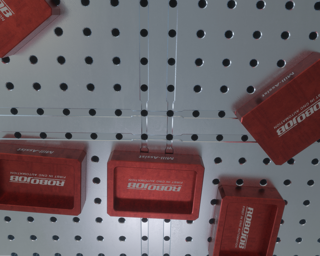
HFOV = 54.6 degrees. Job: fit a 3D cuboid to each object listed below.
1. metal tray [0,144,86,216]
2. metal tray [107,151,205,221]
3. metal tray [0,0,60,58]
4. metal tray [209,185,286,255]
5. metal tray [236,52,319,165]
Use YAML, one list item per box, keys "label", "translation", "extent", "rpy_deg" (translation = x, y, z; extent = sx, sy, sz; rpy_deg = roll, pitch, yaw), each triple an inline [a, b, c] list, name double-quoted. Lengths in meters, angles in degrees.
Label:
- label: "metal tray"
  translation: [-0.173, 0.073, 0.436]
  extent: [0.131, 0.030, 0.089]
  rpy_deg: [5, 110, -2]
- label: "metal tray"
  translation: [-0.008, 0.083, 0.440]
  extent: [0.131, 0.030, 0.089]
  rpy_deg: [3, 110, -2]
- label: "metal tray"
  translation: [-0.193, -0.158, 0.351]
  extent: [0.090, 0.030, 0.130]
  rpy_deg: [-35, 107, 12]
- label: "metal tray"
  translation: [0.127, 0.153, 0.467]
  extent: [0.090, 0.030, 0.129]
  rpy_deg: [4, 110, -2]
- label: "metal tray"
  translation: [0.179, -0.023, 0.403]
  extent: [0.130, 0.030, 0.090]
  rpy_deg: [-39, 106, 13]
